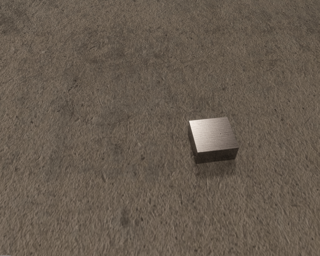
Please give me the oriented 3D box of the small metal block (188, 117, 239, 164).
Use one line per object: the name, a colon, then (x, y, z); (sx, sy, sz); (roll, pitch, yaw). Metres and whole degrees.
small metal block: (0.066, 0.015, 0.391); (0.050, 0.025, 0.050); (-6, 50, -6)
